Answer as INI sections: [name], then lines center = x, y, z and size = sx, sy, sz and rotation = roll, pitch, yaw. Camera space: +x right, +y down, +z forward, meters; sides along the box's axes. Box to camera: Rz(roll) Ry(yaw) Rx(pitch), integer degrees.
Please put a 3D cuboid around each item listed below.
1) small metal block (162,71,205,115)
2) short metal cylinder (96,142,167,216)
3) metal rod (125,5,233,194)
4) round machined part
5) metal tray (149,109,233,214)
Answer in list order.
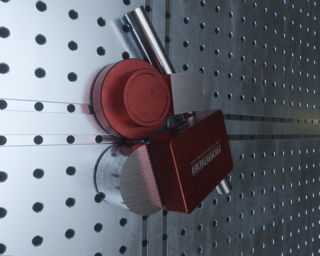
[small metal block]
center = 0.028, -0.046, 0.398
size = 0.050, 0.025, 0.050
rotation = -12, 101, -34
[short metal cylinder]
center = -0.027, 0.058, 0.365
size = 0.081, 0.050, 0.079
rotation = 0, 90, -40
[metal rod]
center = 0.036, -0.024, 0.435
size = 0.025, 0.025, 0.299
rotation = -44, 117, -31
[round machined part]
center = -0.026, -0.035, 0.370
size = 0.099, 0.042, 0.097
rotation = 0, 90, -39
[metal tray]
center = 0.046, 0.036, 0.390
size = 0.131, 0.030, 0.089
rotation = -28, 109, -50
